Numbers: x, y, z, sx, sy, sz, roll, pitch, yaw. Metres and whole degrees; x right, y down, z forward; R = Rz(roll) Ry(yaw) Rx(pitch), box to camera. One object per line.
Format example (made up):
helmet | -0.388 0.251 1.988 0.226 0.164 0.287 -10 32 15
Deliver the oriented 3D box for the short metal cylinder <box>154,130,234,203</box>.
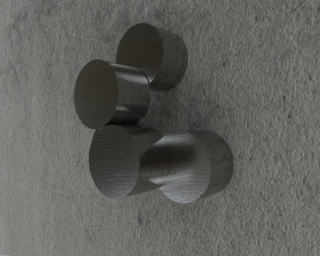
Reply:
short metal cylinder | 0.037 0.042 0.359 0.080 0.050 0.080 0 90 40

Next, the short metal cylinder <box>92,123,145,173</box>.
short metal cylinder | -0.051 0.030 0.432 0.080 0.050 0.080 0 90 40

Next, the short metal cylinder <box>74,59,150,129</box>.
short metal cylinder | -0.058 -0.038 0.372 0.080 0.050 0.080 0 90 40

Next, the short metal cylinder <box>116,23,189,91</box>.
short metal cylinder | -0.011 -0.088 0.399 0.080 0.050 0.080 0 90 40

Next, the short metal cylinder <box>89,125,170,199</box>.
short metal cylinder | -0.035 0.036 0.353 0.080 0.050 0.080 0 90 39
